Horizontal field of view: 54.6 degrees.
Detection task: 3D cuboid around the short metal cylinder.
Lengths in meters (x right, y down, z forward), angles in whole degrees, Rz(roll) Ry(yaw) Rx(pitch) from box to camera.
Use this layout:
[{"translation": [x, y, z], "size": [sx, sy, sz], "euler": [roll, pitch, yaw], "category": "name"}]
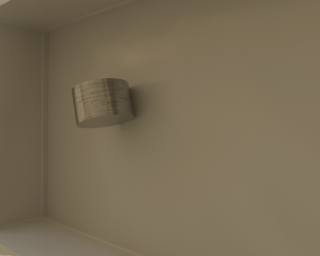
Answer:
[{"translation": [-0.080, -0.033, 0.439], "size": [0.080, 0.081, 0.050], "euler": [-17, 79, 39], "category": "short metal cylinder"}]
